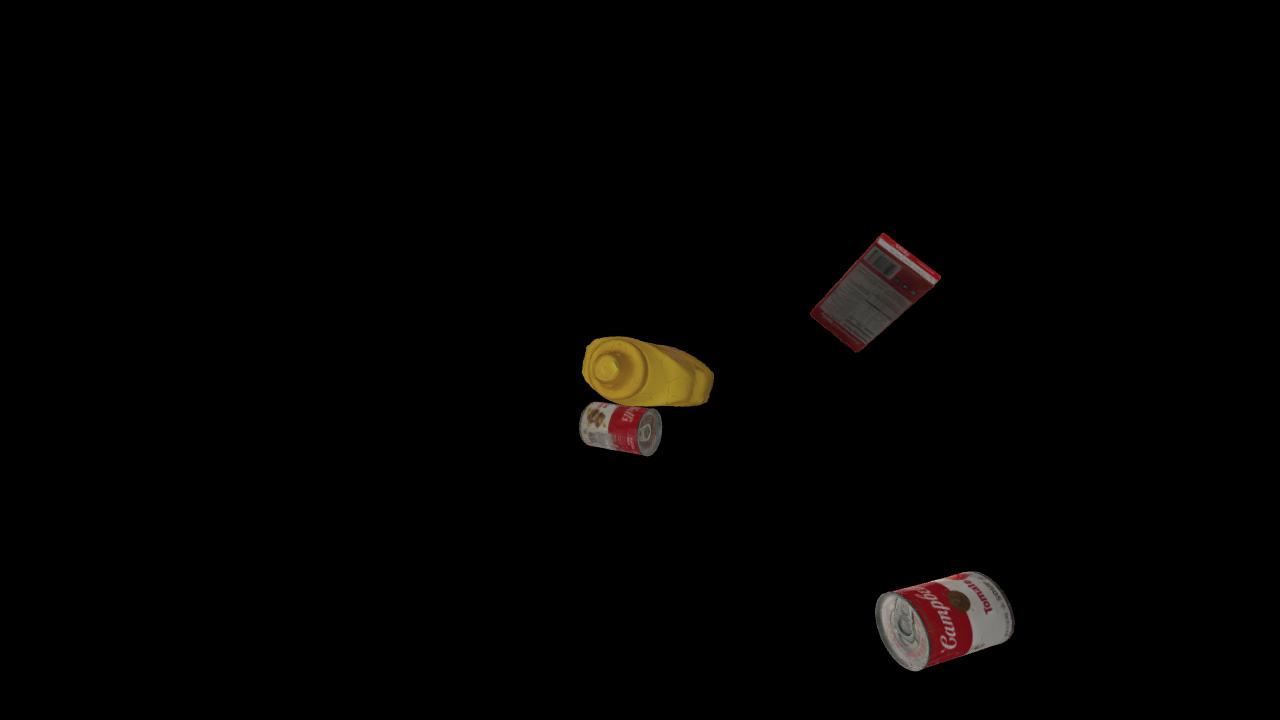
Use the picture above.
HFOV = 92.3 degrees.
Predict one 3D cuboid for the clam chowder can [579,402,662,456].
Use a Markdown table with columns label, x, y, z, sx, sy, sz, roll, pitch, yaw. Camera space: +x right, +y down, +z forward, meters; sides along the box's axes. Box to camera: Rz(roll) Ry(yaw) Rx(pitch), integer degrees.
| label | x | y | z | sx | sy | sz | roll | pitch | yaw |
| --- | --- | --- | --- | --- | --- | --- | --- | --- | --- |
| clam chowder can | -0.028 | 0.098 | 0.884 | 0.102 | 0.068 | 0.068 | 4 | 2 | 31 |

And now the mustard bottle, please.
| label | x | y | z | sx | sy | sz | roll | pitch | yaw |
| --- | --- | --- | --- | --- | --- | --- | --- | --- | --- |
| mustard bottle | 0.002 | 0.010 | 0.494 | 0.092 | 0.054 | 0.184 | 22 | 3 | 16 |

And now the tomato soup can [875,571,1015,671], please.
| label | x | y | z | sx | sy | sz | roll | pitch | yaw |
| --- | --- | --- | --- | --- | --- | --- | --- | --- | --- |
| tomato soup can | 0.281 | 0.239 | 0.568 | 0.101 | 0.068 | 0.068 | -5 | 2 | -18 |

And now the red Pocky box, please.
| label | x | y | z | sx | sy | sz | roll | pitch | yaw |
| --- | --- | --- | --- | --- | --- | --- | --- | --- | --- |
| red Pocky box | 0.280 | -0.077 | 0.749 | 0.028 | 0.083 | 0.155 | -45 | -8 | -31 |
